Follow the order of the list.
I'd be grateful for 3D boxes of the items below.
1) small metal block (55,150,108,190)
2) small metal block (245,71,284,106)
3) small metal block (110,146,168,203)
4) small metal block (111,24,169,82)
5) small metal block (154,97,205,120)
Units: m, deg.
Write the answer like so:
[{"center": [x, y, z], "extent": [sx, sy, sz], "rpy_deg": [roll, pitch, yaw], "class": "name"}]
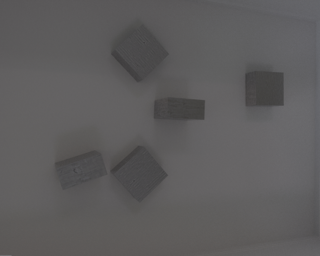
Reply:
[{"center": [-0.094, 0.048, 0.363], "extent": [0.050, 0.050, 0.025], "rpy_deg": [-18, 96, -19], "class": "small metal block"}, {"center": [0.158, -0.058, 0.468], "extent": [0.050, 0.025, 0.050], "rpy_deg": [-1, 90, -20], "class": "small metal block"}, {"center": [-0.027, 0.059, 0.401], "extent": [0.050, 0.025, 0.050], "rpy_deg": [-42, 104, -15], "class": "small metal block"}, {"center": [-0.026, -0.096, 0.401], "extent": [0.050, 0.025, 0.050], "rpy_deg": [47, 76, -14], "class": "small metal block"}, {"center": [0.024, -0.024, 0.406], "extent": [0.050, 0.050, 0.025], "rpy_deg": [3, 89, -20], "class": "small metal block"}]
